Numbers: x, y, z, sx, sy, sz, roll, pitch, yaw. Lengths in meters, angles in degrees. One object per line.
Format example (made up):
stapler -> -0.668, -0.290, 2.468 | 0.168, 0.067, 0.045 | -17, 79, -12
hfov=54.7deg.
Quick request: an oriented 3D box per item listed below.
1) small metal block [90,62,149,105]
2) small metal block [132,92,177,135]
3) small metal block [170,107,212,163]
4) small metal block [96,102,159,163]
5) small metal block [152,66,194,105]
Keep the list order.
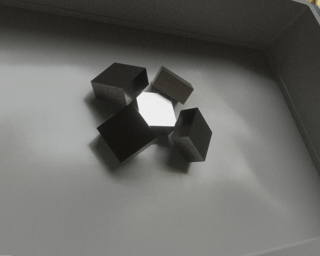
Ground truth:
small metal block -> -0.050, -0.057, 0.395 | 0.050, 0.025, 0.050 | 15, 45, 27
small metal block -> -0.010, -0.019, 0.408 | 0.050, 0.025, 0.050 | 2, 61, -28
small metal block -> 0.043, 0.010, 0.406 | 0.050, 0.025, 0.050 | 55, 42, -35
small metal block -> -0.037, 0.007, 0.364 | 0.050, 0.025, 0.050 | -36, 81, -1
small metal block -> 0.017, -0.061, 0.434 | 0.050, 0.025, 0.050 | 31, 15, -9
